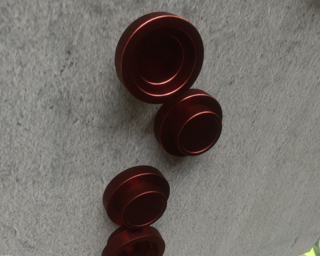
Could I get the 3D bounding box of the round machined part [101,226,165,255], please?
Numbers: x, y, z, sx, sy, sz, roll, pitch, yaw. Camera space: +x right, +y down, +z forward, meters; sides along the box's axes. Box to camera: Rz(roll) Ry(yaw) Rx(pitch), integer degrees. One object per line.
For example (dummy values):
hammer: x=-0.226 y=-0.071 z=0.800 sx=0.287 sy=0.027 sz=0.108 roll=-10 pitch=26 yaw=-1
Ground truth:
round machined part: x=-0.045 y=0.188 z=0.488 sx=0.099 sy=0.042 sz=0.097 roll=-15 pitch=127 yaw=-20

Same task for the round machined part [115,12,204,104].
round machined part: x=-0.004 y=-0.079 z=0.346 sx=0.099 sy=0.042 sz=0.097 roll=-14 pitch=125 yaw=-21

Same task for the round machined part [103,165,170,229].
round machined part: x=-0.029 y=0.106 z=0.447 sx=0.099 sy=0.042 sz=0.097 roll=-14 pitch=124 yaw=-21

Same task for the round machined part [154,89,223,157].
round machined part: x=0.045 y=-0.001 z=0.422 sx=0.099 sy=0.042 sz=0.097 roll=-14 pitch=125 yaw=-21
